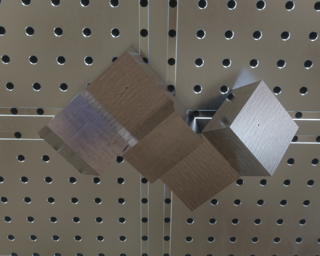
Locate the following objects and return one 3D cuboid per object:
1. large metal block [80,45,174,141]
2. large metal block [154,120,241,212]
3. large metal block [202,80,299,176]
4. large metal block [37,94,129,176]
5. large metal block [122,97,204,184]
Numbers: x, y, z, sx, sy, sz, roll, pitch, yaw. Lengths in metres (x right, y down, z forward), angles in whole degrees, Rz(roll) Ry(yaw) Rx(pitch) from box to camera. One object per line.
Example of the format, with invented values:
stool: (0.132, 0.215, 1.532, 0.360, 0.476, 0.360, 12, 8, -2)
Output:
large metal block: (-0.040, -0.042, 0.384, 0.080, 0.050, 0.080, -39, 106, 14)
large metal block: (0.047, 0.050, 0.418, 0.080, 0.050, 0.080, -39, 104, 13)
large metal block: (0.111, 0.002, 0.379, 0.080, 0.050, 0.080, 47, 63, -16)
large metal block: (-0.097, 0.012, 0.380, 0.080, 0.080, 0.050, 47, 65, -15)
large metal block: (0.003, 0.009, 0.387, 0.080, 0.080, 0.050, -40, 107, 13)
